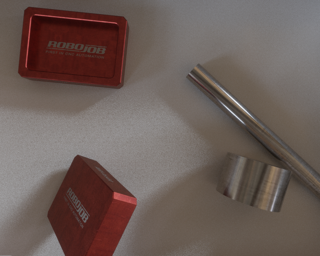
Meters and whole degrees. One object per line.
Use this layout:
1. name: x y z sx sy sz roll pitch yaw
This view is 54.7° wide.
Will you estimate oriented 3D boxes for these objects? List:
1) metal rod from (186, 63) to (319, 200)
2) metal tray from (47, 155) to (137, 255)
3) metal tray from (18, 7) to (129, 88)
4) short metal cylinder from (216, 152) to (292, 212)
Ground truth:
1. metal rod: 0.154 0.024 0.413 0.300 0.025 0.025 42 90 -1
2. metal tray: -0.085 0.094 0.360 0.030 0.130 0.090 26 89 -34
3. metal tray: -0.111 -0.103 0.407 0.131 0.030 0.089 6 90 -1
4. short metal cylinder: 0.116 0.065 0.386 0.080 0.080 0.050 17 90 -1
